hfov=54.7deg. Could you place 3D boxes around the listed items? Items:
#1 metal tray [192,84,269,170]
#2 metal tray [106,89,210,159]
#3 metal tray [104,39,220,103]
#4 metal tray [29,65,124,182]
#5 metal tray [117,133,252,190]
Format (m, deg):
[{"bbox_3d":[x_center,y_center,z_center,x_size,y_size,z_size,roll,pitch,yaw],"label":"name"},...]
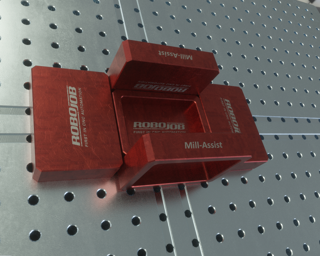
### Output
[{"bbox_3d":[0.098,-0.004,0.460,0.091,0.030,0.130,1,61,-29],"label":"metal tray"},{"bbox_3d":[0.002,-0.001,0.405,0.131,0.030,0.090,1,61,-28],"label":"metal tray"},{"bbox_3d":[0.001,-0.067,0.409,0.131,0.090,0.030,1,62,-28],"label":"metal tray"},{"bbox_3d":[-0.099,-0.007,0.357,0.091,0.030,0.130,1,61,-28],"label":"metal tray"},{"bbox_3d":[0.027,0.039,0.357,0.131,0.090,0.030,1,62,-28],"label":"metal tray"}]
